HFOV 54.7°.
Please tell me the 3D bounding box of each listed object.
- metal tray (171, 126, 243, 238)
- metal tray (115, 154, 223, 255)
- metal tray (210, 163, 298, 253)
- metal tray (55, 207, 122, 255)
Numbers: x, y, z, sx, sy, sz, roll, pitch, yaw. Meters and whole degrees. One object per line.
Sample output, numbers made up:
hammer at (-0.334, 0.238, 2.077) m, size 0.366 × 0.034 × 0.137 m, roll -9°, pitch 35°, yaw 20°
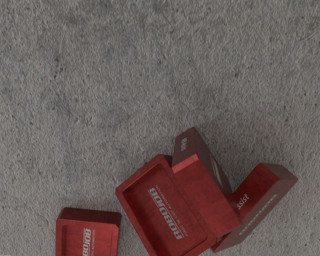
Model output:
metal tray at (0.053, 0.055, 0.368) m, size 0.030 × 0.130 × 0.090 m, roll -32°, pitch 98°, yaw 11°
metal tray at (0.008, 0.110, 0.407) m, size 0.090 × 0.030 × 0.130 m, roll -40°, pitch 68°, yaw 15°
metal tray at (0.121, 0.107, 0.419) m, size 0.091 × 0.030 × 0.129 m, roll 12°, pitch 117°, yaw -51°
metal tray at (-0.110, 0.188, 0.475) m, size 0.091 × 0.030 × 0.129 m, roll 7°, pitch 110°, yaw -3°
